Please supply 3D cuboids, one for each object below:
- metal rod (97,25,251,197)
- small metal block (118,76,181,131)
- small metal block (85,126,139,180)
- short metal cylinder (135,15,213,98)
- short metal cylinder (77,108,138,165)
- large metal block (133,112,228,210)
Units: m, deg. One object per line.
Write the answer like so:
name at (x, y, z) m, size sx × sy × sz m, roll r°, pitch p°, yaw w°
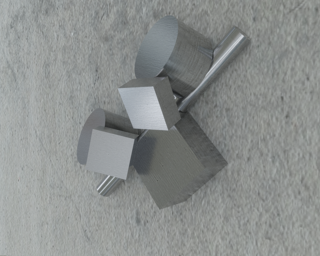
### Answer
metal rod at (0.002, -0.004, 0.403) m, size 0.299 × 0.025 × 0.025 m, roll -48°, pitch 62°, yaw 28°
small metal block at (-0.011, -0.026, 0.332) m, size 0.050 × 0.025 × 0.050 m, roll 3°, pitch 123°, yaw 39°
small metal block at (-0.057, 0.029, 0.370) m, size 0.050 × 0.025 × 0.050 m, roll 14°, pitch 101°, yaw 6°
short metal cylinder at (0.014, -0.081, 0.358) m, size 0.080 × 0.050 × 0.080 m, roll -32°, pitch 47°, yaw 43°
short metal cylinder at (-0.074, 0.018, 0.431) m, size 0.080 × 0.050 × 0.080 m, roll -32°, pitch 47°, yaw 43°
large metal block at (0.018, 0.037, 0.371) m, size 0.080 × 0.050 × 0.080 m, roll -49°, pitch 62°, yaw 29°
